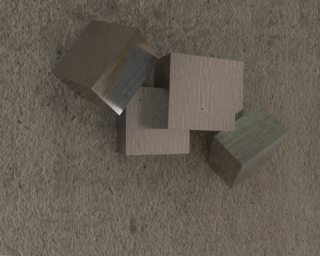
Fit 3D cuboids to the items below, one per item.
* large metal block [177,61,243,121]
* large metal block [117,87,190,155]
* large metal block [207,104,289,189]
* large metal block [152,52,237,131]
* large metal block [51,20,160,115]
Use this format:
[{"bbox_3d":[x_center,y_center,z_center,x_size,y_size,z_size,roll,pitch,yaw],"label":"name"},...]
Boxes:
[{"bbox_3d":[0.065,-0.049,0.423,0.081,0.050,0.079,0,90,-21],"label":"large metal block"},{"bbox_3d":[-0.010,-0.008,0.392,0.081,0.050,0.079,0,90,-21],"label":"large metal block"},{"bbox_3d":[0.115,0.027,0.418,0.080,0.080,0.050,-33,63,-17],"label":"large metal block"},{"bbox_3d":[0.039,-0.037,0.357,0.081,0.050,0.079,2,89,-20],"label":"large metal block"},{"bbox_3d":[-0.062,-0.071,0.351,0.080,0.080,0.050,-56,140,-12],"label":"large metal block"}]
